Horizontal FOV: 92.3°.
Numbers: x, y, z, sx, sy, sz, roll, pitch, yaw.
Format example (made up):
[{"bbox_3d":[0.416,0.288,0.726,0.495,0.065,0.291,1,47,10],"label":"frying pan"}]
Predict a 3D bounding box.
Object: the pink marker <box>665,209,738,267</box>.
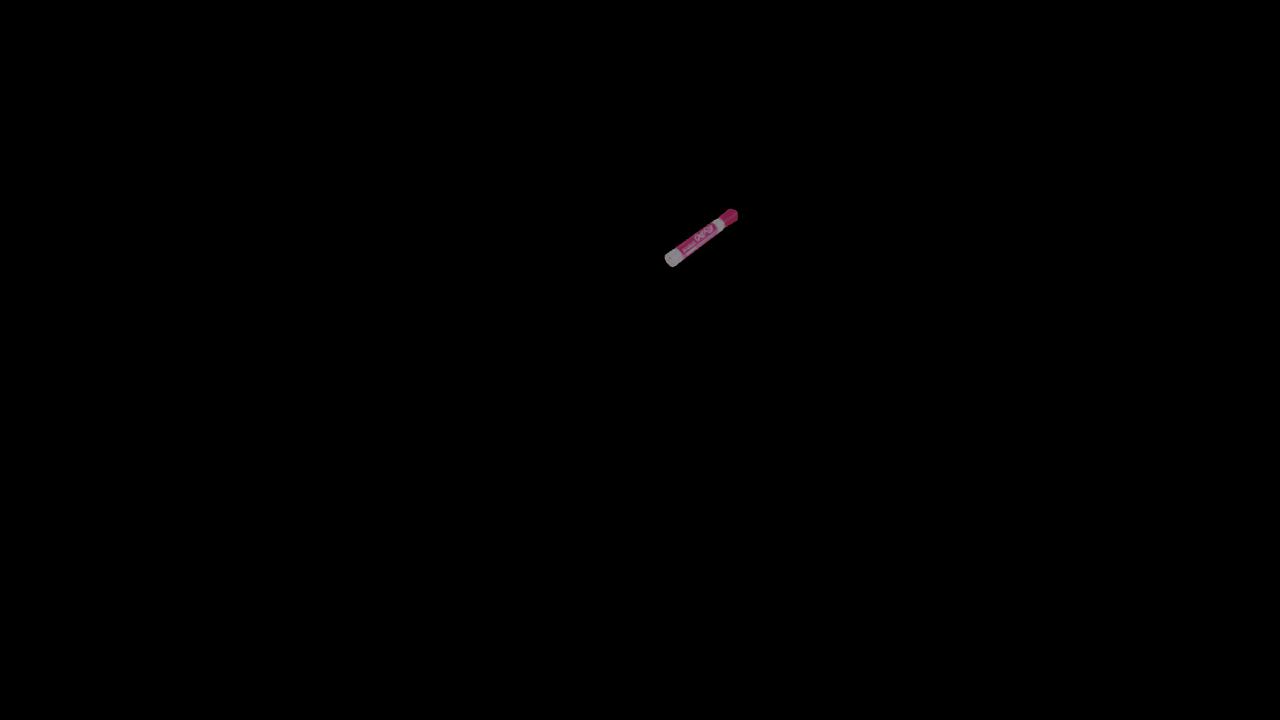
[{"bbox_3d":[0.081,-0.158,0.785,0.121,0.020,0.020,-38,15,-20],"label":"pink marker"}]
